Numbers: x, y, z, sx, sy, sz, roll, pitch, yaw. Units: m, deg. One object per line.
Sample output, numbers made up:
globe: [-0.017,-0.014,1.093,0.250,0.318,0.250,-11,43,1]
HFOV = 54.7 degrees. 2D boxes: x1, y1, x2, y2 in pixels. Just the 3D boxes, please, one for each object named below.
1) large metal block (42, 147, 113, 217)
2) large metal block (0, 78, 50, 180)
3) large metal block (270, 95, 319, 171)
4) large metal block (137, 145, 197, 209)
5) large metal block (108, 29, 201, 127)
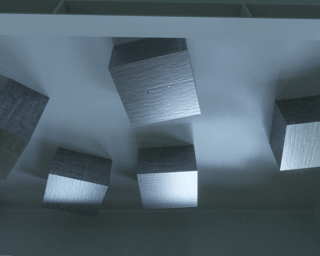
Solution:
large metal block: [-0.123,0.083,0.461,0.081,0.050,0.079,15,128,-13]
large metal block: [-0.183,0.002,0.372,0.050,0.080,0.080,29,124,-23]
large metal block: [0.193,0.006,0.401,0.080,0.050,0.080,-7,130,5]
large metal block: [0.012,0.073,0.455,0.080,0.050,0.079,-4,130,2]
large metal block: [-0.003,-0.054,0.347,0.080,0.050,0.080,-11,130,9]
